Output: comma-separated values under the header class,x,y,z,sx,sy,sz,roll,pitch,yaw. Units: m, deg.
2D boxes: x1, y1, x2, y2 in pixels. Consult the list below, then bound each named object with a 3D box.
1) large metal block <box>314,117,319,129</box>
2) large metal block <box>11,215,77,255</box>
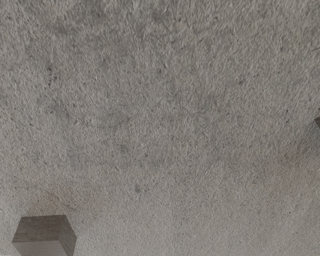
class,x,y,z,sx,sy,sz,roll,pitch,yaw
large metal block,0.263,0.009,0.401,0.080,0.050,0.080,-31,124,23
large metal block,-0.206,0.204,0.562,0.080,0.050,0.080,-4,130,3
